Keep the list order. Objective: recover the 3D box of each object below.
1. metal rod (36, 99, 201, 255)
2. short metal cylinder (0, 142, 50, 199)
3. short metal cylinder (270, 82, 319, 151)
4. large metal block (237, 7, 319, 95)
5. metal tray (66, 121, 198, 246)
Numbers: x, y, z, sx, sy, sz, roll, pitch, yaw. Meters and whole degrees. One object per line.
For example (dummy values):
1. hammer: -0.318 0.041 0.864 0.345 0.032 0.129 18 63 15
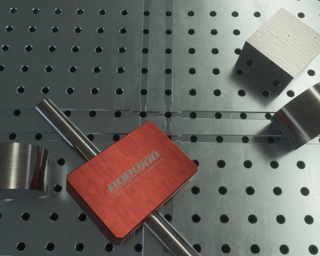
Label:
1. metal rod: -0.052 0.070 0.385 0.025 0.025 0.300 -43 76 -14
2. short metal cylinder: -0.173 0.052 0.361 0.081 0.080 0.050 -4 70 -2
3. short metal cylinder: 0.188 -0.014 0.390 0.080 0.080 0.050 -30 73 -11
4. large metal block: 0.172 -0.109 0.441 0.080 0.050 0.080 43 75 14
5. metal tray: -0.030 0.059 0.365 0.090 0.030 0.131 45 56 14
